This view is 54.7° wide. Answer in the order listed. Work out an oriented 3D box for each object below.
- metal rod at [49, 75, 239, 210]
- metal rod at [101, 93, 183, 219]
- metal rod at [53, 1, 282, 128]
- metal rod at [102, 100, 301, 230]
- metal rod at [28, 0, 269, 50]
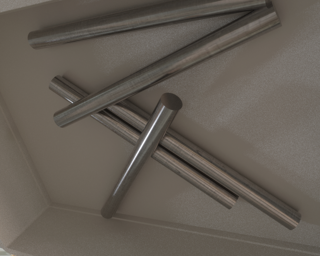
[{"bbox_3d":[-0.026,0.017,0.430,0.301,0.025,0.025,33,129,5],"label":"metal rod"},{"bbox_3d":[-0.040,0.060,0.438,0.025,0.025,0.298,35,137,4],"label":"metal rod"},{"bbox_3d":[-0.015,-0.059,0.358,0.300,0.025,0.025,-21,108,29],"label":"metal rod"},{"bbox_3d":[0.045,0.036,0.405,0.301,0.025,0.025,33,129,5],"label":"metal rod"},{"bbox_3d":[-0.036,-0.121,0.351,0.300,0.025,0.025,-1,118,28],"label":"metal rod"}]
